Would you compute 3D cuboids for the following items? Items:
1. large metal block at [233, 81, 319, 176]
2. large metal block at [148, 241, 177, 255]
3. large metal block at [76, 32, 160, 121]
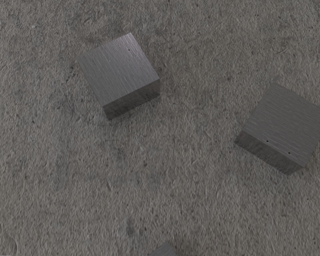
[{"bbox_3d":[0.154,0.001,0.395,0.080,0.050,0.080,33,73,11],"label":"large metal block"},{"bbox_3d":[-0.001,0.179,0.329,0.080,0.050,0.080,-34,74,-12],"label":"large metal block"},{"bbox_3d":[-0.055,-0.069,0.419,0.080,0.050,0.080,-28,73,-10],"label":"large metal block"}]
